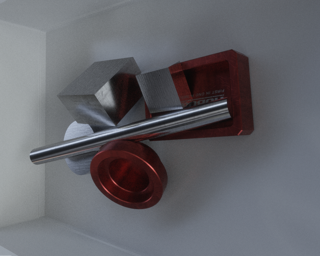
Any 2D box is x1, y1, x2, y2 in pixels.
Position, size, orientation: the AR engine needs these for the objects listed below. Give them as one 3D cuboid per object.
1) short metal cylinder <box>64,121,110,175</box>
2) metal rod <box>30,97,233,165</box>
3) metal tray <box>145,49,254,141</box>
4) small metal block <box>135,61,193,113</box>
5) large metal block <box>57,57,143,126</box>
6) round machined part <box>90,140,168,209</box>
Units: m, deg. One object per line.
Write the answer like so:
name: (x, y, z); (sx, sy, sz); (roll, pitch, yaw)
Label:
short metal cylinder: (-0.101, 0.028, 0.468); (0.080, 0.050, 0.079); (0, 90, 39)
metal rod: (-0.055, 0.011, 0.394); (0.300, 0.025, 0.025); (-14, 81, 27)
metal tray: (0.040, -0.032, 0.366); (0.130, 0.030, 0.089); (-6, 86, 39)
small metal block: (0.005, -0.048, 0.371); (0.050, 0.025, 0.050); (-6, 112, 40)
large metal block: (-0.075, -0.049, 0.419); (0.080, 0.080, 0.050); (4, 135, 40)
round machined part: (-0.036, 0.055, 0.401); (0.098, 0.042, 0.097); (11, 126, 16)
